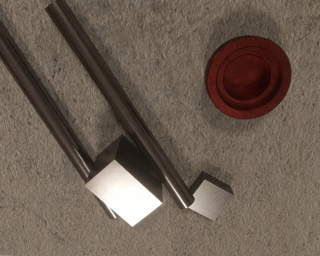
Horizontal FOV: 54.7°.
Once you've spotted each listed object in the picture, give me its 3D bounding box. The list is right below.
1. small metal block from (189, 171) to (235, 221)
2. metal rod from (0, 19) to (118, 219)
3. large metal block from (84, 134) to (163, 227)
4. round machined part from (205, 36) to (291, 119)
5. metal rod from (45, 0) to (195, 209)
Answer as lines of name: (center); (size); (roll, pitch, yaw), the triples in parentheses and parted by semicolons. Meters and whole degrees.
small metal block: (0.070, 0.098, 0.447); (0.050, 0.025, 0.050); (30, 107, -11)
metal rod: (-0.132, 0.000, 0.407); (0.025, 0.025, 0.299); (-26, 109, 9)
large metal block: (-0.043, 0.065, 0.404); (0.050, 0.080, 0.080); (-41, 106, 13)
round machined part: (0.103, -0.063, 0.379); (0.099, 0.042, 0.097); (0, 110, -1)
metal rod: (-0.042, -0.019, 0.390); (0.025, 0.025, 0.299); (-30, 104, 10)
